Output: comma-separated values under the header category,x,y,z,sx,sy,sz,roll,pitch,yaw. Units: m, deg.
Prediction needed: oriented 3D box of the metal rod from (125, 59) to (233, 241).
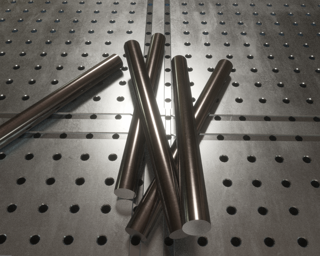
category,x,y,z,sx,sy,sz,roll,pitch,yaw
metal rod,0.039,0.005,0.403,0.025,0.025,0.301,20,53,16

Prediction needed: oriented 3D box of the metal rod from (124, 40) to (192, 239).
category,x,y,z,sx,sy,sz,roll,pitch,yaw
metal rod,-0.011,-0.013,0.384,0.025,0.025,0.300,-9,51,-8

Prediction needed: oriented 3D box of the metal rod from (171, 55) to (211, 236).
category,x,y,z,sx,sy,sz,roll,pitch,yaw
metal rod,0.031,-0.010,0.383,0.025,0.025,0.300,0,40,0

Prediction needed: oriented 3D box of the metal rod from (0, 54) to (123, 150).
category,x,y,z,sx,sy,sz,roll,pitch,yaw
metal rod,-0.166,-0.021,0.422,0.025,0.025,0.302,34,57,24

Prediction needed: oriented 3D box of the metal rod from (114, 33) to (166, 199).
category,x,y,z,sx,sy,sz,roll,pitch,yaw
metal rod,-0.021,-0.040,0.441,0.025,0.025,0.300,6,50,4
